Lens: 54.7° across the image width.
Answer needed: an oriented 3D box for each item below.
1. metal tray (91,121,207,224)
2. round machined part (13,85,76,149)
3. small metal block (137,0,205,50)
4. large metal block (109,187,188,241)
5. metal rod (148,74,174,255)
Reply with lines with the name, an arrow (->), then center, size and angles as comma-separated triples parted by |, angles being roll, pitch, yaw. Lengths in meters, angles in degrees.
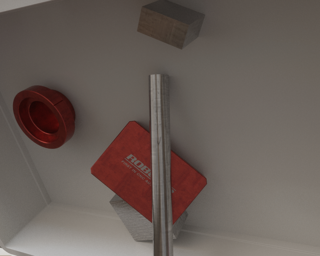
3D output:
metal tray -> -0.014, 0.063, 0.418 | 0.130, 0.030, 0.090 | 39, 90, 1
round machined part -> -0.170, -0.020, 0.472 | 0.098, 0.042, 0.097 | 13, 124, 20
small metal block -> 0.012, -0.108, 0.318 | 0.050, 0.050, 0.025 | 26, 127, 12
large metal block -> -0.016, 0.124, 0.476 | 0.080, 0.050, 0.080 | -17, 110, 34
metal rod -> 0.002, 0.086, 0.379 | 0.025, 0.025, 0.298 | 0, 93, 28
